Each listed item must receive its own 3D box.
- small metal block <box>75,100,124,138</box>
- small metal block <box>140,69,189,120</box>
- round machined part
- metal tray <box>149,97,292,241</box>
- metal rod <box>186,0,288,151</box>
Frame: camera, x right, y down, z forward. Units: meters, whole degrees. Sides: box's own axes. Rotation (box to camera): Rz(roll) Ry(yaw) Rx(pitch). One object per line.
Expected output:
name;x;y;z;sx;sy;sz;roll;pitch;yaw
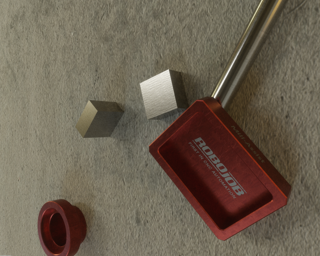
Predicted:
small metal block;-0.089;-0.013;0.460;0.025;0.050;0.050;48;118;29
small metal block;0.005;-0.041;0.399;0.050;0.025;0.050;-19;78;38
round machined part;-0.162;0.169;0.525;0.098;0.042;0.097;0;90;39
metal tray;0.059;0.043;0.330;0.130;0.030;0.090;51;121;10
metal rod;0.103;-0.105;0.318;0.025;0.025;0.298;39;113;33
